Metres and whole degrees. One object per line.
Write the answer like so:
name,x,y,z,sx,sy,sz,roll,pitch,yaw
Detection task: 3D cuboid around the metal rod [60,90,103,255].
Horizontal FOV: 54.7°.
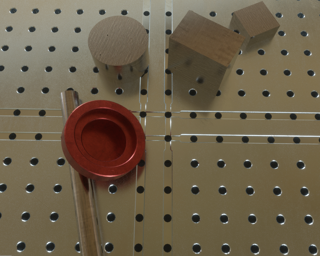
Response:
metal rod,-0.092,0.091,0.377,0.025,0.025,0.299,-12,71,-5

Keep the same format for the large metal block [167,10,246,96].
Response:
large metal block,0.059,-0.098,0.419,0.080,0.080,0.050,30,73,10

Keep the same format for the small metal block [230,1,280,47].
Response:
small metal block,0.144,-0.158,0.471,0.050,0.025,0.050,-24,72,-9

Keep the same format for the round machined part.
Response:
round machined part,-0.071,0.018,0.382,0.099,0.042,0.098,12,61,-23

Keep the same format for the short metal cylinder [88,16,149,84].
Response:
short metal cylinder,-0.056,-0.110,0.438,0.081,0.050,0.080,0,70,0
